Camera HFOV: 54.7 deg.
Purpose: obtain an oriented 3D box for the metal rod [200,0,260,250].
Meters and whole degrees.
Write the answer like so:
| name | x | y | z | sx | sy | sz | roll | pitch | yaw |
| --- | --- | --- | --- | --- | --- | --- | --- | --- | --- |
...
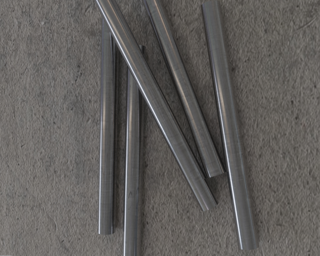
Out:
| name | x | y | z | sx | sy | sz | roll | pitch | yaw |
| --- | --- | --- | --- | --- | --- | --- | --- | --- | --- |
| metal rod | 0.085 | -0.006 | 0.378 | 0.025 | 0.025 | 0.298 | -9 | 87 | 20 |

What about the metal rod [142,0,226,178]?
| name | x | y | z | sx | sy | sz | roll | pitch | yaw |
| --- | --- | --- | --- | --- | --- | --- | --- | --- | --- |
| metal rod | 0.020 | -0.082 | 0.401 | 0.025 | 0.025 | 0.299 | -22 | 83 | 19 |

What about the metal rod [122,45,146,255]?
| name | x | y | z | sx | sy | sz | roll | pitch | yaw |
| --- | --- | --- | --- | --- | --- | --- | --- | --- | --- |
| metal rod | -0.035 | 0.039 | 0.421 | 0.025 | 0.025 | 0.298 | 2 | 91 | 20 |

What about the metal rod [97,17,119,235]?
| name | x | y | z | sx | sy | sz | roll | pitch | yaw |
| --- | --- | --- | --- | --- | --- | --- | --- | --- | --- |
| metal rod | -0.072 | -0.003 | 0.434 | 0.025 | 0.025 | 0.298 | 1 | 90 | 20 |

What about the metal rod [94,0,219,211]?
| name | x | y | z | sx | sy | sz | roll | pitch | yaw |
| --- | --- | --- | --- | --- | --- | --- | --- | --- | --- |
| metal rod | -0.005 | -0.035 | 0.392 | 0.025 | 0.025 | 0.299 | -28 | 88 | 18 |
